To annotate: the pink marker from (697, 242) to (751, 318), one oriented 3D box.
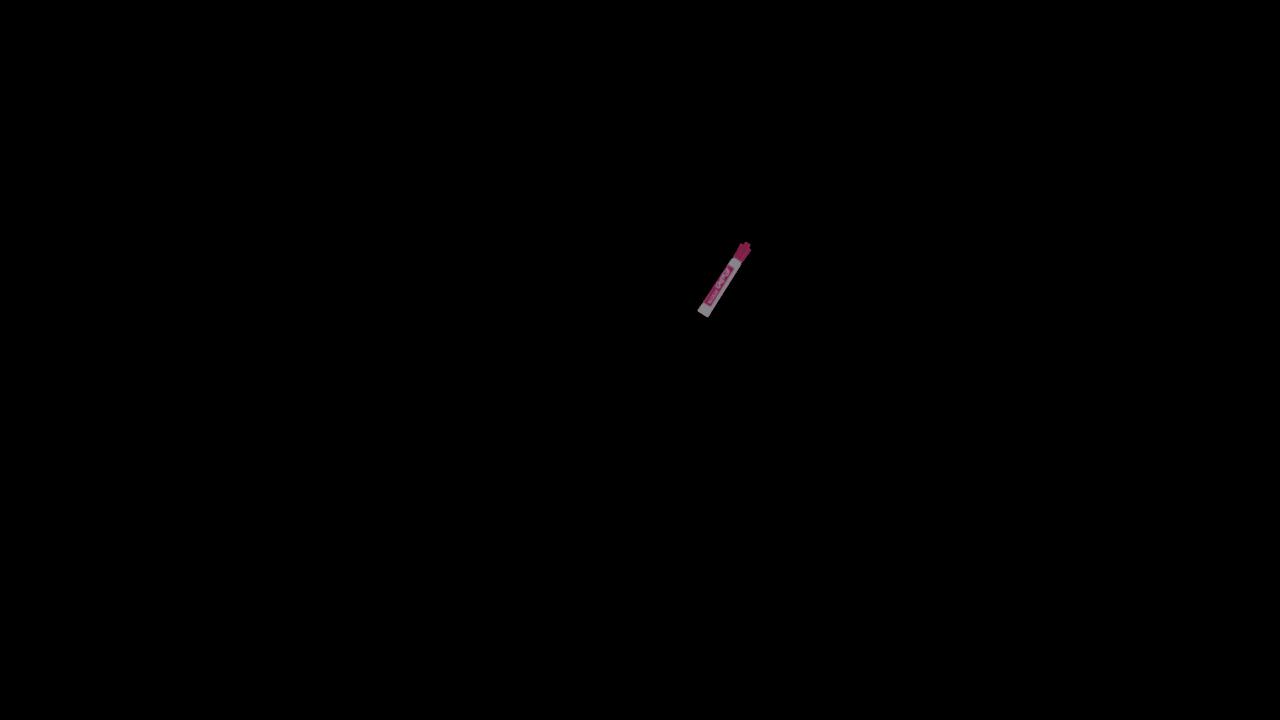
[{"bbox_3d":[0.123,-0.117,0.890,0.020,0.121,0.020,32,4,-3],"label":"pink marker"}]
